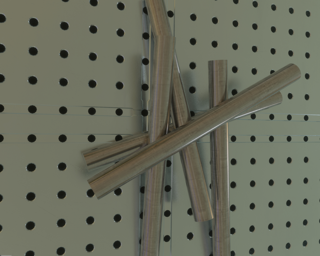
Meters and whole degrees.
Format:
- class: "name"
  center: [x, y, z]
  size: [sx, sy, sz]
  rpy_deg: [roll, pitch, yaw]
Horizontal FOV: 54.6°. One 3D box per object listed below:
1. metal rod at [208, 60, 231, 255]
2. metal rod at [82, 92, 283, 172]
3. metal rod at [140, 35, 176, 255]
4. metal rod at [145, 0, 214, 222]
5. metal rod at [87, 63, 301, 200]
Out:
- class: "metal rod"
  center: [0.082, 0.060, 0.423]
  size: [0.025, 0.025, 0.298]
  rpy_deg: [-6, 99, -20]
- class: "metal rod"
  center: [0.044, -0.003, 0.428]
  size: [0.302, 0.025, 0.025]
  rpy_deg: [-18, 96, -19]
- class: "metal rod"
  center: [-0.004, 0.040, 0.387]
  size: [0.025, 0.025, 0.298]
  rpy_deg: [1, 99, -20]
- class: "metal rod"
  center: [0.023, -0.032, 0.398]
  size: [0.025, 0.025, 0.299]
  rpy_deg: [-11, 86, -20]
- class: "metal rod"
  center: [0.054, -0.004, 0.375]
  size: [0.302, 0.025, 0.025]
  rpy_deg: [-29, 100, -16]
